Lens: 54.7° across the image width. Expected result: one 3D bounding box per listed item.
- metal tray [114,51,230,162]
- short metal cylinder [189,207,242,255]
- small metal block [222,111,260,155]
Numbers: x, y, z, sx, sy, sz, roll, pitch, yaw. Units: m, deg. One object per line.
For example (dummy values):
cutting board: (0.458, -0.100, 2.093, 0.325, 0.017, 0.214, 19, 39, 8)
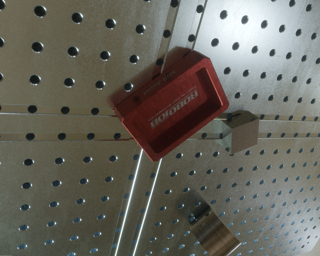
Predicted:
metal tray: (0.019, -0.026, 0.401, 0.130, 0.030, 0.090, -37, 129, -4)
short metal cylinder: (0.097, 0.186, 0.544, 0.050, 0.080, 0.080, -42, 130, 1)
small metal block: (0.125, 0.008, 0.485, 0.050, 0.025, 0.050, -19, 126, -17)
